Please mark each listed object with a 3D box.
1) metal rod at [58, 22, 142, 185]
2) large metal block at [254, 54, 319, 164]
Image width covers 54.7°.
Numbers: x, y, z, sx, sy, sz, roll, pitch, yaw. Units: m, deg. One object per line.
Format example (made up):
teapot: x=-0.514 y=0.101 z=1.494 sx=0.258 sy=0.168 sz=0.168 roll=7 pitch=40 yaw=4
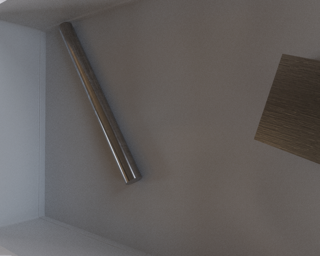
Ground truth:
metal rod: x=-0.100 y=-0.050 z=0.486 sx=0.025 sy=0.025 sz=0.299 roll=-41 pitch=66 yaw=32
large metal block: x=0.142 y=-0.014 z=0.273 sx=0.080 sy=0.050 sz=0.079 roll=24 pitch=105 yaw=37
